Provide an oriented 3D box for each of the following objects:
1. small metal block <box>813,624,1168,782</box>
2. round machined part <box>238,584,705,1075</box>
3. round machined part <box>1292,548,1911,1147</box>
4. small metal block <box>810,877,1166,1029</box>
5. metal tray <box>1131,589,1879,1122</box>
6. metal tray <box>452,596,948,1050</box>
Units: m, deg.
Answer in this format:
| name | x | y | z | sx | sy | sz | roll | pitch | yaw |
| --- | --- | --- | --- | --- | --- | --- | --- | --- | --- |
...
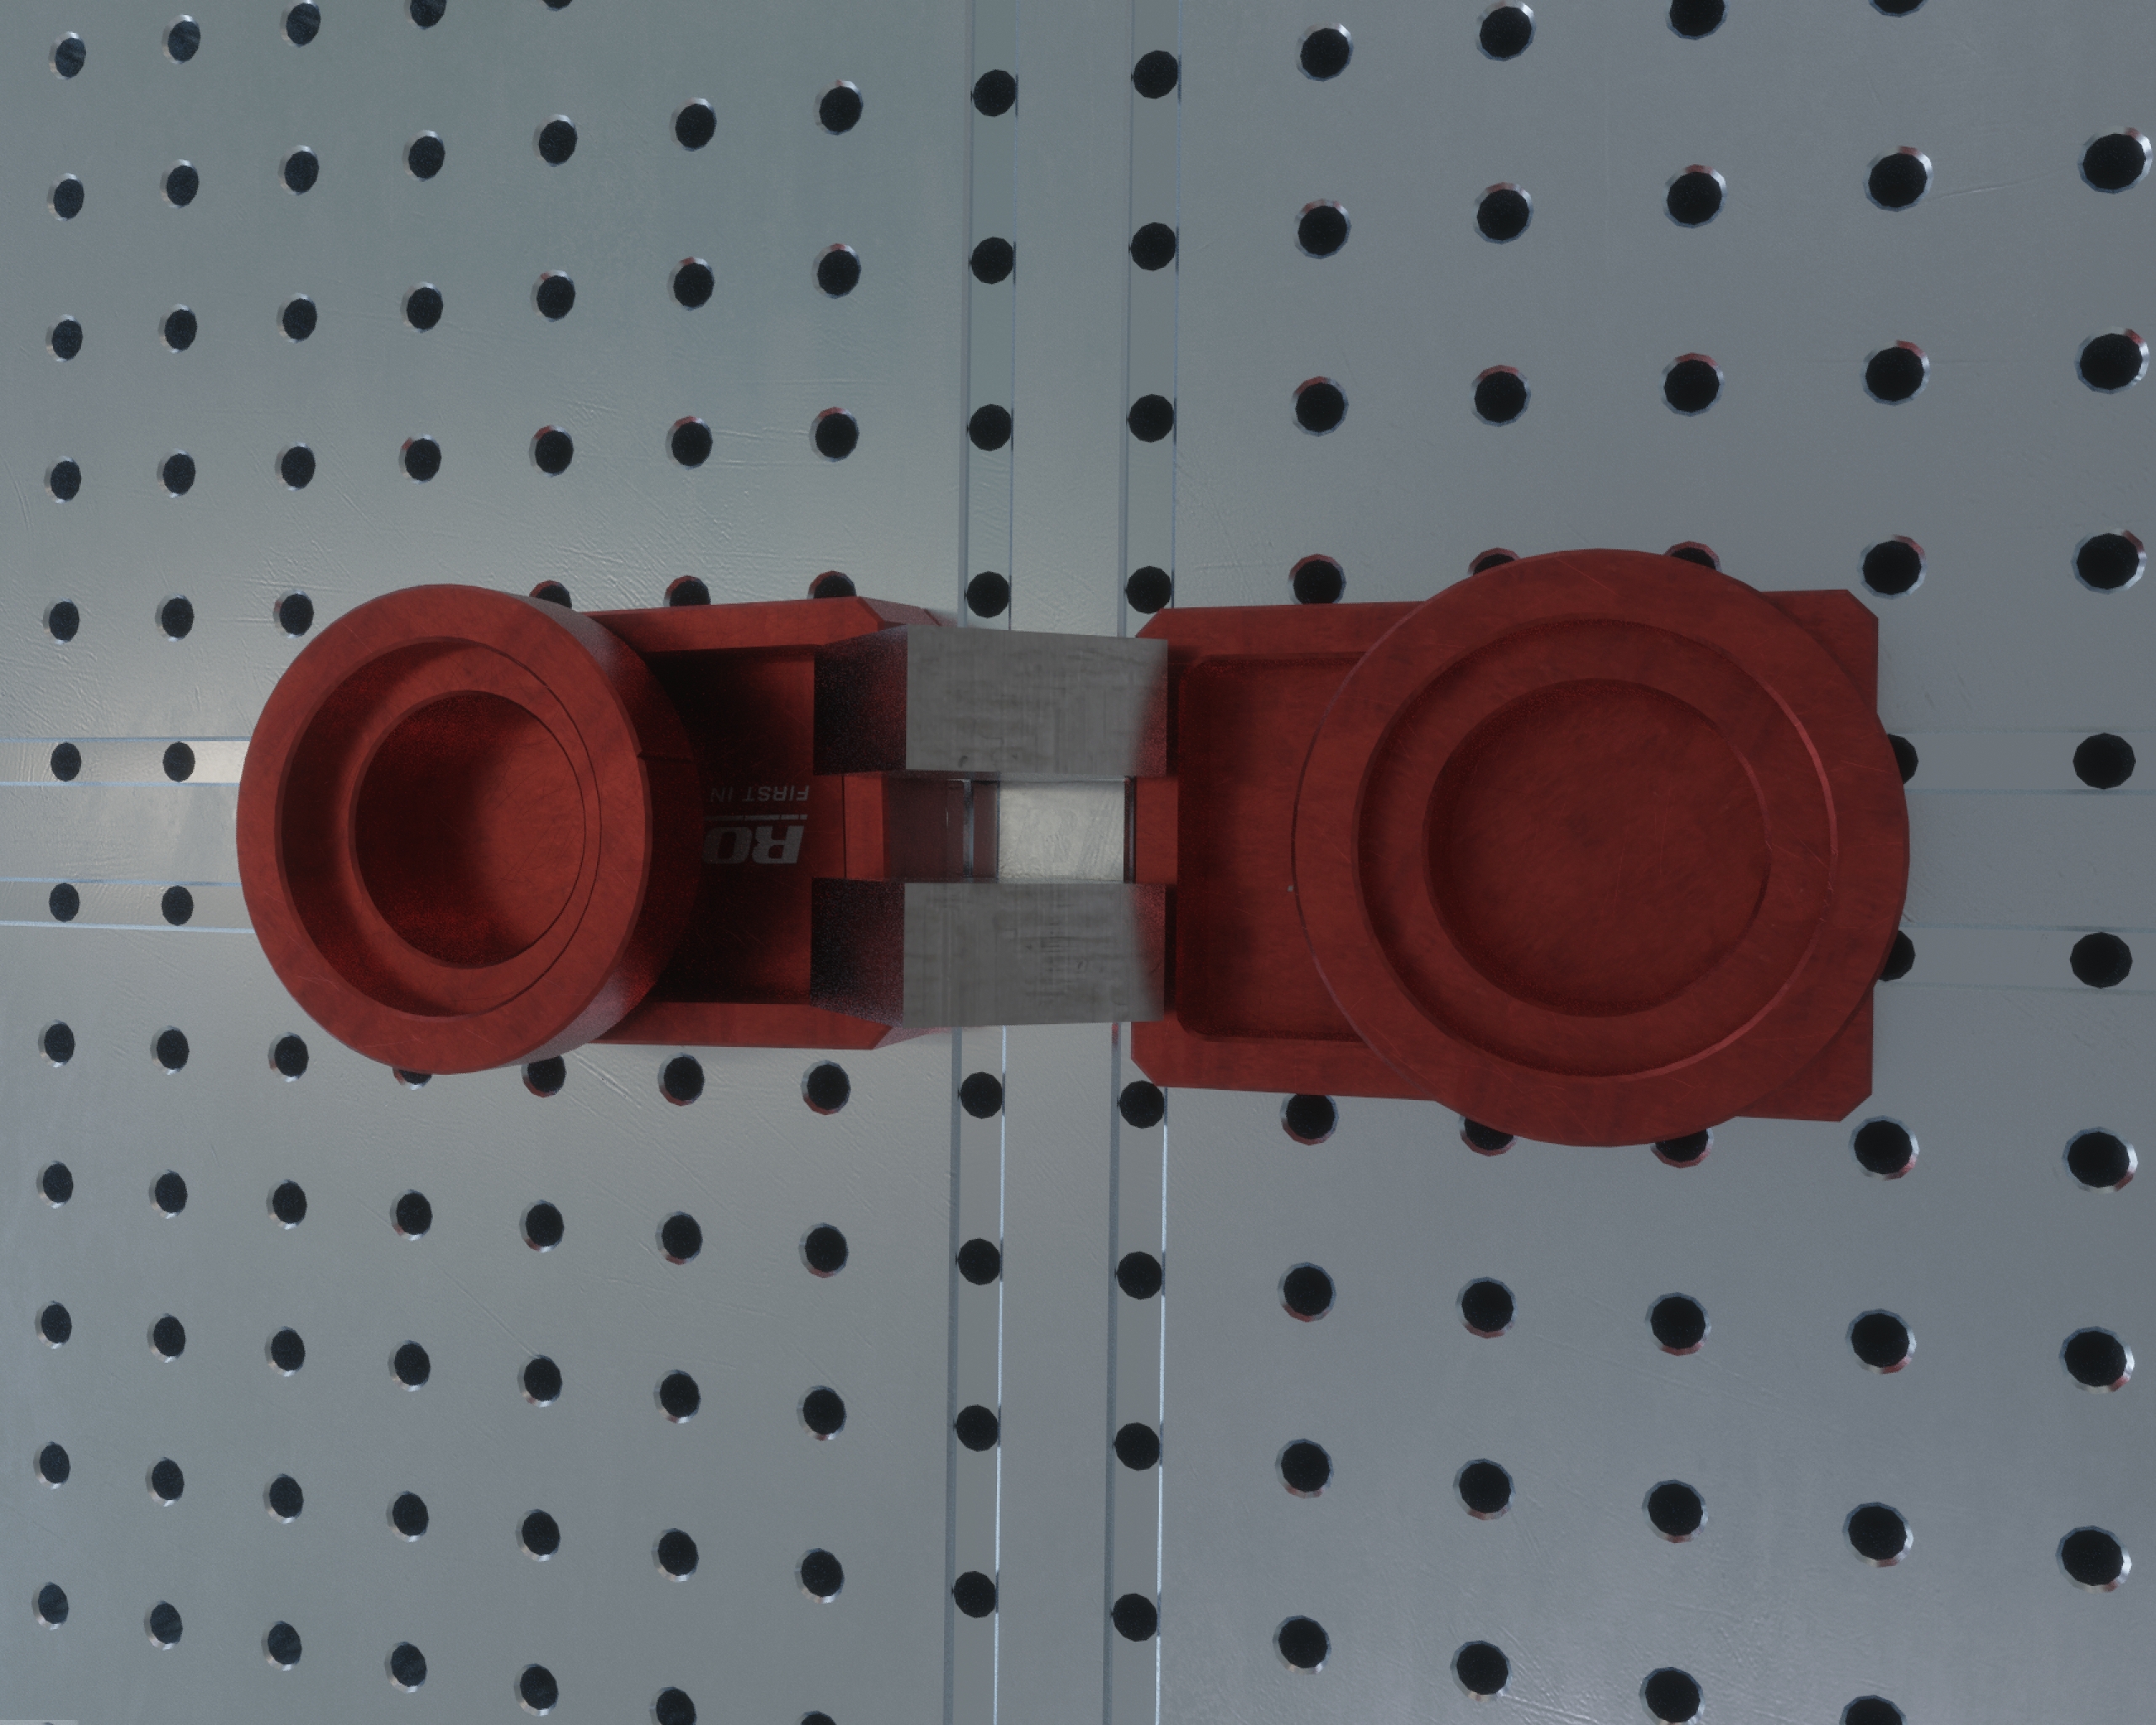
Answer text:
| name | x | y | z | sx | sy | sz | roll | pitch | yaw |
| --- | --- | --- | --- | --- | --- | --- | --- | --- | --- |
| small metal block | -0.017 | -0.029 | 0.390 | 0.050 | 0.050 | 0.025 | -178 | 89 | -64 |
| round machined part | -0.120 | -0.007 | 0.433 | 0.098 | 0.042 | 0.097 | 0 | 90 | 20 |
| round machined part | 0.090 | -0.003 | 0.358 | 0.098 | 0.042 | 0.097 | 0 | 90 | 20 |
| small metal block | -0.018 | 0.016 | 0.390 | 0.050 | 0.050 | 0.025 | -178 | 89 | -64 |
| metal tray | 0.077 | -0.002 | 0.383 | 0.130 | 0.030 | 0.089 | 1 | 90 | 19 |
| metal tray | -0.094 | -0.008 | 0.444 | 0.130 | 0.030 | 0.089 | -1 | 92 | 20 |
